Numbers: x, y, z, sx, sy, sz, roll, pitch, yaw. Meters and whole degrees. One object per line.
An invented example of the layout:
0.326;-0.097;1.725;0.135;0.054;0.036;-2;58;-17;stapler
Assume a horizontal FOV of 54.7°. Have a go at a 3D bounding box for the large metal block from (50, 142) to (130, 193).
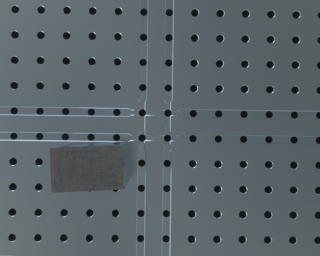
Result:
-0.082;0.045;0.385;0.081;0.080;0.050;-3;90;-1;large metal block
